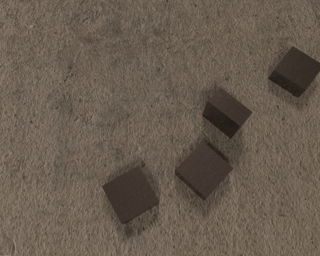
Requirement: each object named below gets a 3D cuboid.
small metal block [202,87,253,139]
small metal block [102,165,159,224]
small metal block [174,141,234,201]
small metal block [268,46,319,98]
[{"bbox_3d":[0.086,-0.018,0.403,0.050,0.050,0.025,41,75,13],"label":"small metal block"},{"bbox_3d":[-0.035,0.082,0.378,0.050,0.025,0.050,-29,73,-10],"label":"small metal block"},{"bbox_3d":[0.054,0.054,0.389,0.050,0.025,0.050,42,75,13],"label":"small metal block"},{"bbox_3d":[0.192,-0.080,0.440,0.050,0.025,0.050,37,74,12],"label":"small metal block"}]
